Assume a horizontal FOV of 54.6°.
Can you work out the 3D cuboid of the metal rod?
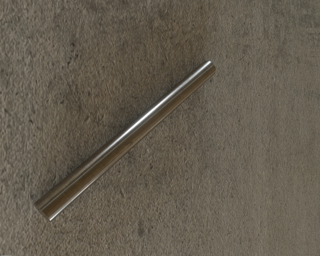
[{"bbox_3d":[-0.022,-0.003,0.385,0.301,0.025,0.025,-43,116,-32],"label":"metal rod"}]
